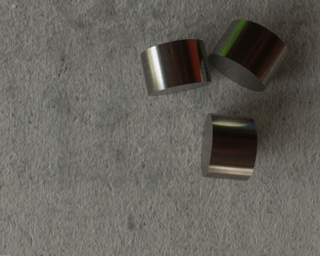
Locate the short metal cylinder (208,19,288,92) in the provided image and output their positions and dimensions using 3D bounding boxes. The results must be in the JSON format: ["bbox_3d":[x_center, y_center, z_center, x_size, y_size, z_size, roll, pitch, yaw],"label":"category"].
[{"bbox_3d":[0.108,-0.088,0.384,0.080,0.080,0.050,34,90,-1],"label":"short metal cylinder"}]

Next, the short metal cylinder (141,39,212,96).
[{"bbox_3d":[0.020,-0.072,0.383,0.080,0.080,0.050,-11,90,0],"label":"short metal cylinder"}]

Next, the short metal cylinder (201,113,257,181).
[{"bbox_3d":[0.082,0.023,0.384,0.050,0.080,0.079,5,90,0],"label":"short metal cylinder"}]
